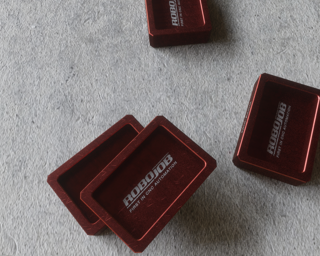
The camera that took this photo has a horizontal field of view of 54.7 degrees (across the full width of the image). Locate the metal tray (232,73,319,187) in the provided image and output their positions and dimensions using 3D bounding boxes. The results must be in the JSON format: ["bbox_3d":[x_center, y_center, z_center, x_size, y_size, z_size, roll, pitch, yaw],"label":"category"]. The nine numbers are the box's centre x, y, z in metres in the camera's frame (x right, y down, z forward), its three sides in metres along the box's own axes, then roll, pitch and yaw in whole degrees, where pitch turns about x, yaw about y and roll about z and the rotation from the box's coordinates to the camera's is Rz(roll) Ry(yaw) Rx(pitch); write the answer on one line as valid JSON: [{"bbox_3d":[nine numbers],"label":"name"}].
[{"bbox_3d":[0.157,0.000,0.406,0.090,0.030,0.130,19,71,6],"label":"metal tray"}]

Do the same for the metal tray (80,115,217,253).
[{"bbox_3d":[-0.011,0.060,0.350,0.090,0.030,0.130,41,75,12],"label":"metal tray"}]

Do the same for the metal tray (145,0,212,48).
[{"bbox_3d":[0.023,-0.189,0.474,0.091,0.030,0.130,-6,70,-2],"label":"metal tray"}]

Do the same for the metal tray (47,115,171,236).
[{"bbox_3d":[-0.058,0.056,0.384,0.130,0.030,0.090,-39,75,-13],"label":"metal tray"}]
